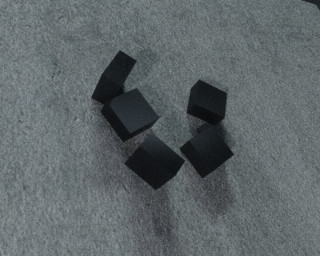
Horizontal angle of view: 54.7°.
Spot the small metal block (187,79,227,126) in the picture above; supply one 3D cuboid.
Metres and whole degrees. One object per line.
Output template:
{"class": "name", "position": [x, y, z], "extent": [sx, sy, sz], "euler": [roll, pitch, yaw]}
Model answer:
{"class": "small metal block", "position": [0.071, -0.038, 0.468], "extent": [0.050, 0.025, 0.050], "euler": [24, 53, -14]}

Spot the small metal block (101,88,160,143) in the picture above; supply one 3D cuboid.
{"class": "small metal block", "position": [-0.038, -0.017, 0.395], "extent": [0.050, 0.025, 0.050], "euler": [-30, 79, -38]}

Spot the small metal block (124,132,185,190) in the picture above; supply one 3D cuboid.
{"class": "small metal block", "position": [-0.007, 0.040, 0.361], "extent": [0.050, 0.050, 0.025], "euler": [40, 51, -1]}

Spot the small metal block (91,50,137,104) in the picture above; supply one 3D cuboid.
{"class": "small metal block", "position": [-0.059, -0.062, 0.395], "extent": [0.025, 0.050, 0.050], "euler": [32, 51, -8]}

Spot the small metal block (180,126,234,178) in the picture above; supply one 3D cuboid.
{"class": "small metal block", "position": [0.064, 0.032, 0.421], "extent": [0.050, 0.025, 0.050], "euler": [-29, 78, -38]}
